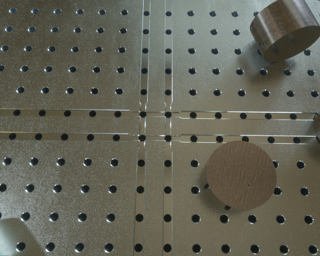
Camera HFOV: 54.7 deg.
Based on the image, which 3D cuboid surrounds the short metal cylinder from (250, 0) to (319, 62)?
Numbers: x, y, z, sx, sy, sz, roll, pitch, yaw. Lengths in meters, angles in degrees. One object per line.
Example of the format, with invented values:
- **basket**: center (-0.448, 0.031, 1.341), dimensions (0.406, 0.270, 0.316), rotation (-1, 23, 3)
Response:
- **short metal cylinder**: center (0.175, -0.136, 0.435), dimensions (0.081, 0.080, 0.050), rotation (-16, 71, -6)

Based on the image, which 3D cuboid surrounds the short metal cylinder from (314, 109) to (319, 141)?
- **short metal cylinder**: center (0.254, -0.008, 0.404), dimensions (0.081, 0.050, 0.080), rotation (0, 70, 0)

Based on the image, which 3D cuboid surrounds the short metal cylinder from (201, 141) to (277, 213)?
- **short metal cylinder**: center (0.093, 0.061, 0.377), dimensions (0.081, 0.050, 0.080), rotation (0, 70, 0)
